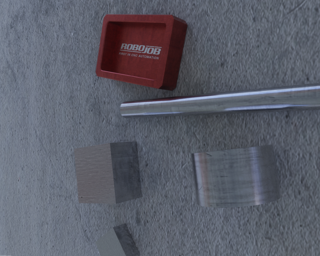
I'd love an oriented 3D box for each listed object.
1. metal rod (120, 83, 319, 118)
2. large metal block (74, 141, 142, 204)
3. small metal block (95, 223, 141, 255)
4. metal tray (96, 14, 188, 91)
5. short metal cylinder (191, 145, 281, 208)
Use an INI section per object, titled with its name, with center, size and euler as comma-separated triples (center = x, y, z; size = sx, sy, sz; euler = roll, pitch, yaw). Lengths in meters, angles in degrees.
[metal rod]
center = 0.069, -0.028, 0.346
size = 0.300, 0.025, 0.025
euler = -1, 90, 39
[large metal block]
center = -0.076, 0.064, 0.449
size = 0.080, 0.050, 0.080
euler = -11, 83, 39
[small metal block]
center = -0.063, 0.177, 0.454
size = 0.050, 0.025, 0.050
euler = -45, 63, 30
[metal tray]
center = -0.030, -0.106, 0.424
size = 0.130, 0.030, 0.089
euler = 17, 101, 38
[short metal cylinder]
center = 0.074, 0.046, 0.307
size = 0.080, 0.081, 0.050
euler = -11, 84, 39
